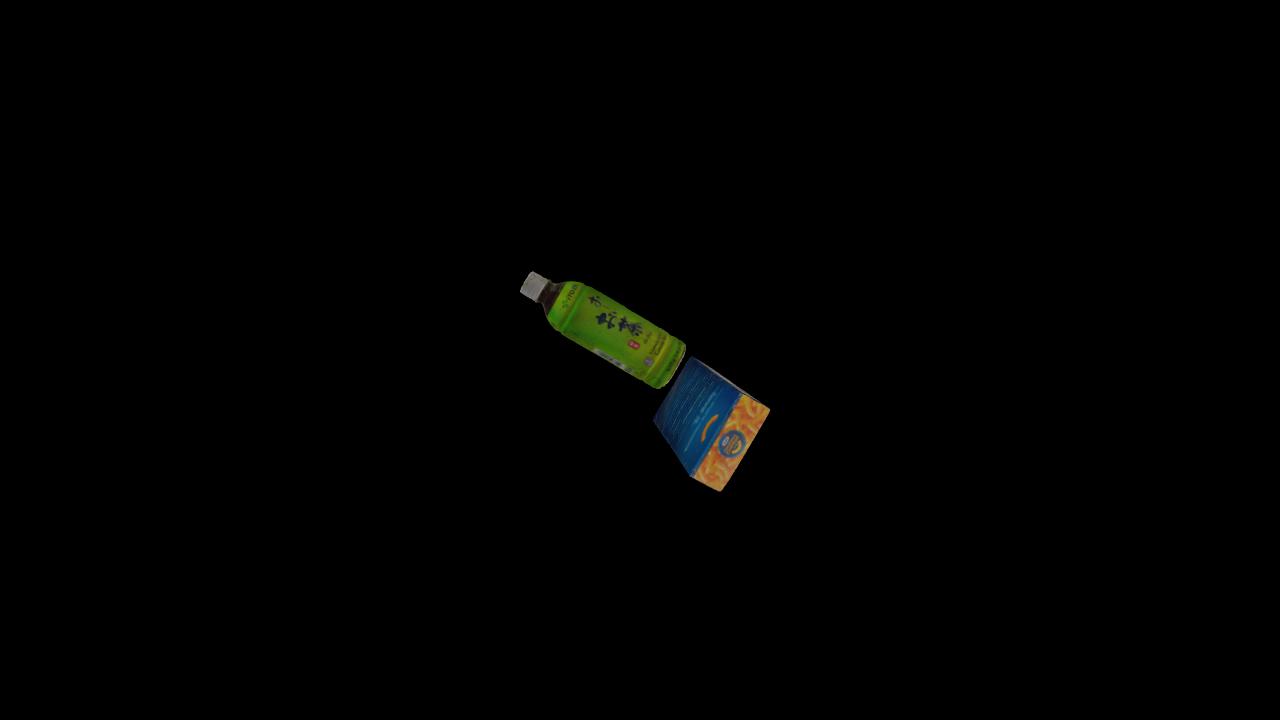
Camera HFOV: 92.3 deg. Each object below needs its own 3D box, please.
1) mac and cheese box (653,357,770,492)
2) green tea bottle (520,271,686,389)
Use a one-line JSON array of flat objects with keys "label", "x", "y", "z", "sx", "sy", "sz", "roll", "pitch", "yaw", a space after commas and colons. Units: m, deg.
[{"label": "mac and cheese box", "x": 0.067, "y": 0.059, "z": 0.645, "sx": 0.041, "sy": 0.093, "sz": 0.184, "roll": 30, "pitch": 5, "yaw": -14}, {"label": "green tea bottle", "x": -0.048, "y": -0.042, "z": 0.758, "sx": 0.212, "sy": 0.073, "sz": 0.073, "roll": 29, "pitch": -4, "yaw": -8}]
